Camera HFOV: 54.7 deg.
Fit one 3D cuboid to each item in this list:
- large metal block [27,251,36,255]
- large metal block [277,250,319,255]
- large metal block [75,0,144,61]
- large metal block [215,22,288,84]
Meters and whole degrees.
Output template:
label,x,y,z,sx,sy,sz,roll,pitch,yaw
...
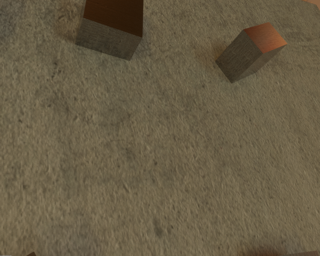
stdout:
label,x,y,z,sx,sy,sz,roll,pitch,yaw
large metal block,-0.122,0.138,0.219,0.081,0.080,0.050,-23,75,-37
large metal block,0.147,0.190,0.353,0.081,0.050,0.080,5,59,-26
large metal block,-0.071,-0.153,0.444,0.081,0.050,0.080,13,56,-22
large metal block,0.156,-0.130,0.534,0.081,0.080,0.050,-26,77,-37
